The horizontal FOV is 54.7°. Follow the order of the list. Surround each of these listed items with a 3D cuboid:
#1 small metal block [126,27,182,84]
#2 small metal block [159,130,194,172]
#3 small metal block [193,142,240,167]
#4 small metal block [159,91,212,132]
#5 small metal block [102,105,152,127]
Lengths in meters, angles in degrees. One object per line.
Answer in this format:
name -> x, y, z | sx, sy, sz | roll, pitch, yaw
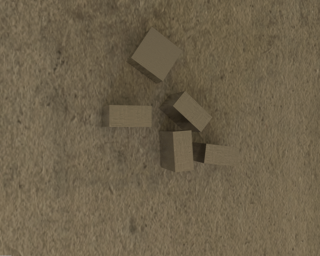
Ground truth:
small metal block -> -0.008, -0.095, 0.407 | 0.050, 0.025, 0.050 | 35, 79, -17
small metal block -> 0.020, 0.028, 0.404 | 0.025, 0.050, 0.050 | -4, 92, -20
small metal block -> 0.072, 0.035, 0.424 | 0.050, 0.050, 0.025 | 8, 88, -20
small metal block -> 0.033, -0.020, 0.409 | 0.050, 0.050, 0.025 | 42, 77, -16
small metal block -> -0.042, -0.014, 0.381 | 0.050, 0.050, 0.025 | 0, 90, -20
